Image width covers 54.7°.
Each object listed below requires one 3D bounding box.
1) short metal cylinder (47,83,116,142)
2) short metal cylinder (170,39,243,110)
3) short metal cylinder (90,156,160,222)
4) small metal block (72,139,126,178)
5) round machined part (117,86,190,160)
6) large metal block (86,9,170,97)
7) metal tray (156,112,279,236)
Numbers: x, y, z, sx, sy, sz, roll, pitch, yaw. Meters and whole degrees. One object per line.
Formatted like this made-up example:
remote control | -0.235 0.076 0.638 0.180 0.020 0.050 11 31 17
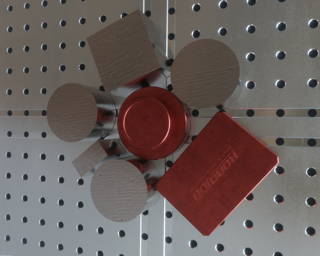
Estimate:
short metal cylinder | -0.110 -0.021 0.437 0.080 0.050 0.080 0 90 20
short metal cylinder | 0.059 -0.062 0.378 0.080 0.050 0.080 0 90 20
short metal cylinder | -0.044 0.079 0.414 0.080 0.050 0.080 0 90 20
small metal block | -0.084 0.040 0.428 0.050 0.050 0.025 -39 78 16
round machined part | -0.013 -0.006 0.407 0.098 0.042 0.097 0 90 20
large metal block | -0.039 -0.096 0.413 0.080 0.050 0.080 -23 83 18
metal tray | 0.069 0.055 0.384 0.090 0.030 0.130 42 103 15
